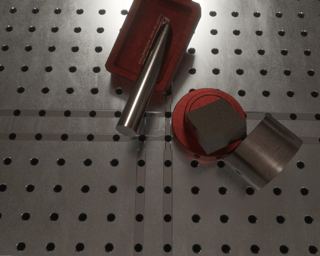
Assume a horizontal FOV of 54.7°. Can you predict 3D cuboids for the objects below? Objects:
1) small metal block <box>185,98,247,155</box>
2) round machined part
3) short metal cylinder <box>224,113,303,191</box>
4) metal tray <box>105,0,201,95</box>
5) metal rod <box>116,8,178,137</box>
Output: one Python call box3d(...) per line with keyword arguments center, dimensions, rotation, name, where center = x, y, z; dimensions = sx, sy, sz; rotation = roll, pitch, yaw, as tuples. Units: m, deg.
box3d(center=(0.064, -0.003, 0.358), dimensions=(0.050, 0.025, 0.050), rotation=(-23, 43, -8), name="small metal block")
box3d(center=(0.065, -0.009, 0.407), dimensions=(0.099, 0.042, 0.098), rotation=(0, 70, 0), name="round machined part")
box3d(center=(0.123, 0.029, 0.373), dimensions=(0.050, 0.080, 0.080), rotation=(42, 75, 12), name="short metal cylinder")
box3d(center=(-0.009, -0.122, 0.431), dimensions=(0.090, 0.030, 0.129), rotation=(24, 91, 8), name="metal tray")
box3d(center=(0.004, -0.121, 0.432), dimensions=(0.025, 0.025, 0.300), rotation=(16, 62, 5), name="metal rod")
